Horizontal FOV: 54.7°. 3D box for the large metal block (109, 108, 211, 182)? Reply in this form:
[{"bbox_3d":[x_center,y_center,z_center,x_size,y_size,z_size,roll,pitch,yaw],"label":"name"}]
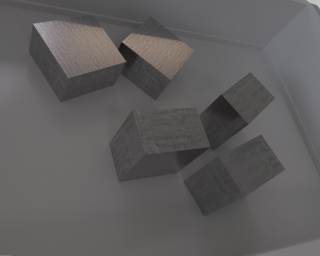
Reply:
[{"bbox_3d":[-0.003,0.020,0.356,0.081,0.080,0.050,-4,64,-30],"label":"large metal block"}]

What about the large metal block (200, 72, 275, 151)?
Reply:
[{"bbox_3d":[0.102,-0.023,0.439,0.050,0.080,0.081,49,51,6],"label":"large metal block"}]

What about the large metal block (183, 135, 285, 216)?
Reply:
[{"bbox_3d":[0.090,0.059,0.383,0.081,0.080,0.050,-20,73,-36],"label":"large metal block"}]

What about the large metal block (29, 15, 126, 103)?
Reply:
[{"bbox_3d":[-0.104,-0.089,0.388,0.081,0.050,0.080,-26,76,-37],"label":"large metal block"}]

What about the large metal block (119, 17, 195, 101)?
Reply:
[{"bbox_3d":[-0.010,-0.100,0.445,0.080,0.050,0.080,38,51,-3],"label":"large metal block"}]
